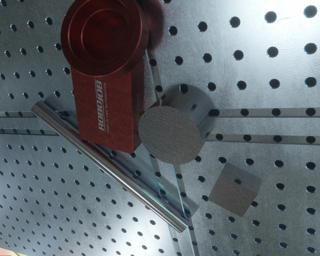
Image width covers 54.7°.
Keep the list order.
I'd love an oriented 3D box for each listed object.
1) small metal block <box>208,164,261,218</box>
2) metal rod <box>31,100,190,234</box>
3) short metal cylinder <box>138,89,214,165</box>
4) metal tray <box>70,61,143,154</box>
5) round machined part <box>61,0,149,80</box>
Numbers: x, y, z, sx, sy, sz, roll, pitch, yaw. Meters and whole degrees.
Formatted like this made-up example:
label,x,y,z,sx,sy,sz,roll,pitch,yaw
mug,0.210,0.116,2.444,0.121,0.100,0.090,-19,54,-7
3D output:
label,x,y,z,sx,sy,sz,roll,pitch,yaw
small metal block,0.098,0.083,0.411,0.050,0.025,0.050,26,128,11
metal rod,-0.078,0.060,0.487,0.300,0.025,0.025,39,129,1
short metal cylinder,0.021,-0.002,0.382,0.080,0.050,0.079,13,124,20
metal tray,-0.070,-0.034,0.422,0.090,0.030,0.129,15,125,19
round machined part,-0.058,-0.102,0.348,0.098,0.042,0.097,-1,88,19
